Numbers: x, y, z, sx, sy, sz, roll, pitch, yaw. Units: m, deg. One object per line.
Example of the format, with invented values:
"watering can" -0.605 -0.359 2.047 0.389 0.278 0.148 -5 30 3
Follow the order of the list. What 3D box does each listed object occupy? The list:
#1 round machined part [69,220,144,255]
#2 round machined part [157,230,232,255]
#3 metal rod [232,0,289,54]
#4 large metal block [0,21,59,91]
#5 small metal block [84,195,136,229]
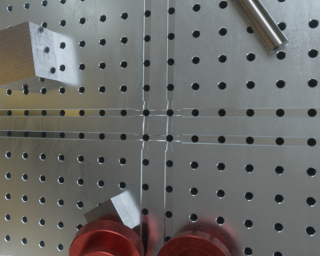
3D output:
"round machined part" -0.073 0.174 0.409 0.099 0.042 0.097 2 113 5
"round machined part" 0.046 0.177 0.387 0.098 0.042 0.097 0 90 20
"metal rod" 0.065 -0.221 0.389 0.025 0.025 0.299 -33 79 17
"large metal block" -0.209 -0.106 0.473 0.080 0.050 0.080 -9 87 19
"small metal block" -0.071 0.131 0.438 0.050 0.025 0.050 -33 80 17
